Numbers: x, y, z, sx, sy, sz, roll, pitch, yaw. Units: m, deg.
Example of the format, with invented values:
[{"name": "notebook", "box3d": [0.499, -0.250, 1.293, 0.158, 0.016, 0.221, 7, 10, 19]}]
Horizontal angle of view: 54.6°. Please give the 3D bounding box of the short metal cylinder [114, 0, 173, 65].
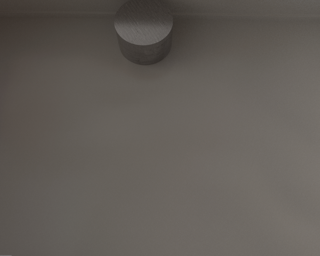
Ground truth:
[{"name": "short metal cylinder", "box3d": [-0.022, -0.138, 0.447, 0.080, 0.050, 0.080, 0, 70, 0]}]
